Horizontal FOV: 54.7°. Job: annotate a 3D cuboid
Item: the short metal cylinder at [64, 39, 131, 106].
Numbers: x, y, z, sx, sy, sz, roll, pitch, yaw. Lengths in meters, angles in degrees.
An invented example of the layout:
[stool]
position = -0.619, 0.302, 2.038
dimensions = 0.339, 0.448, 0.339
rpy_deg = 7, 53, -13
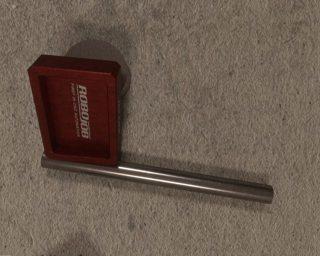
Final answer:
[short metal cylinder]
position = -0.080, -0.067, 0.396
dimensions = 0.081, 0.050, 0.079
rpy_deg = 0, 90, -1

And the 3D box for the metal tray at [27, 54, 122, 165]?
[metal tray]
position = -0.093, -0.016, 0.361
dimensions = 0.091, 0.030, 0.129
rpy_deg = 5, 128, 0

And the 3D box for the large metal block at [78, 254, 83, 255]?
[large metal block]
position = -0.118, 0.227, 0.396
dimensions = 0.080, 0.050, 0.080
rpy_deg = -34, 90, 0

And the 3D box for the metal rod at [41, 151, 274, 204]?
[metal rod]
position = -0.003, 0.064, 0.410
dimensions = 0.302, 0.025, 0.025
rpy_deg = 9, 90, -1
